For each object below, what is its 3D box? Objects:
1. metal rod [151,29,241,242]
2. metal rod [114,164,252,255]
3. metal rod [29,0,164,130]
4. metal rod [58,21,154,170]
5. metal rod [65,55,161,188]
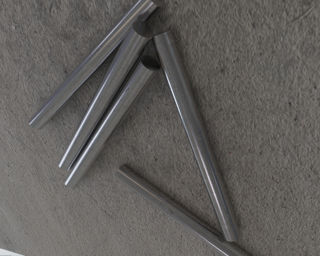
[{"bbox_3d":[0.052,0.025,0.394,0.025,0.025,0.299,-8,115,32],"label":"metal rod"},{"bbox_3d":[0.058,0.152,0.469,0.301,0.025,0.025,35,129,5],"label":"metal rod"},{"bbox_3d":[-0.104,-0.073,0.416,0.299,0.025,0.025,-33,100,38],"label":"metal rod"},{"bbox_3d":[-0.090,-0.021,0.429,0.025,0.025,0.298,41,133,0],"label":"metal rod"},{"bbox_3d":[-0.083,0.011,0.449,0.025,0.025,0.298,41,132,0],"label":"metal rod"}]
